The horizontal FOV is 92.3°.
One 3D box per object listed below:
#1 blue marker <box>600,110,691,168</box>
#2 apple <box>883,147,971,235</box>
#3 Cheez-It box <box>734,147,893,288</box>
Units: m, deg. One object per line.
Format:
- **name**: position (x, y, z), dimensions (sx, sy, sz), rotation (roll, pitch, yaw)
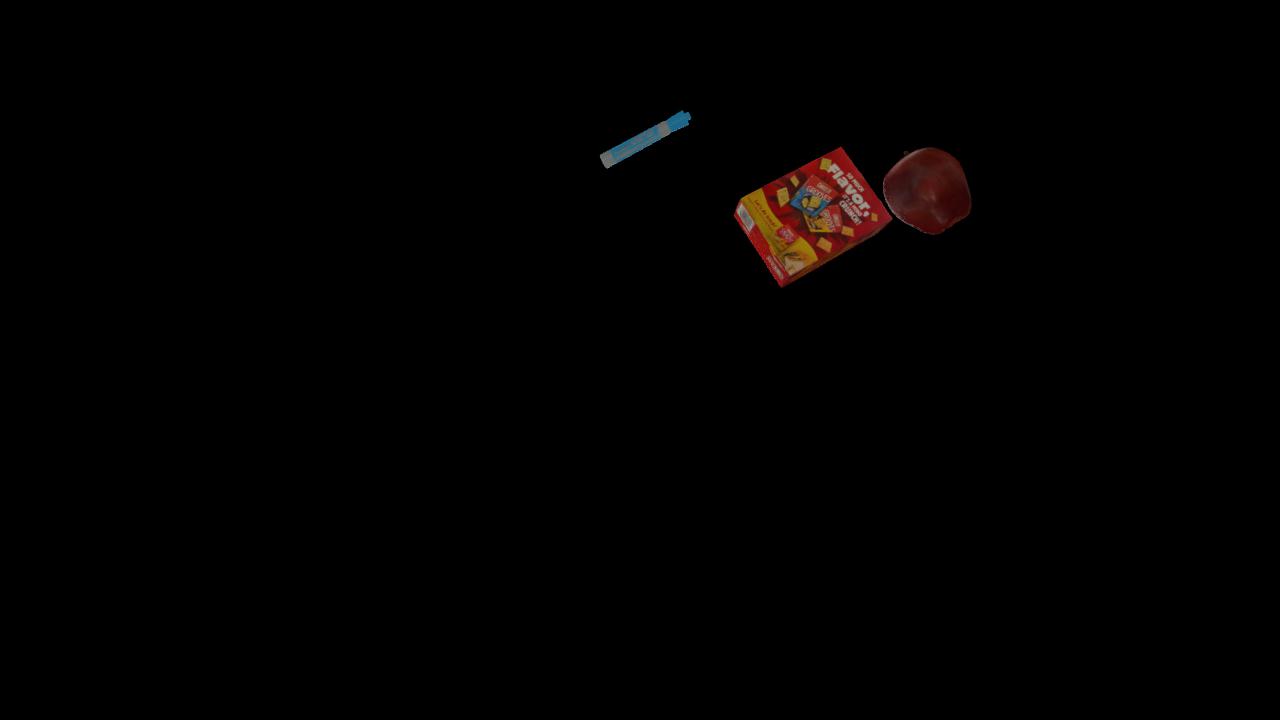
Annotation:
- **blue marker**: position (0.007, -0.273, 0.759), dimensions (0.121, 0.020, 0.020), rotation (-24, -6, 14)
- **apple**: position (0.302, -0.179, 0.649), dimensions (0.079, 0.093, 0.079), rotation (-32, -4, -2)
- **Cheez-It box**: position (0.305, -0.255, 1.094), dimensions (0.223, 0.166, 0.071), rotation (-30, -9, -9)
